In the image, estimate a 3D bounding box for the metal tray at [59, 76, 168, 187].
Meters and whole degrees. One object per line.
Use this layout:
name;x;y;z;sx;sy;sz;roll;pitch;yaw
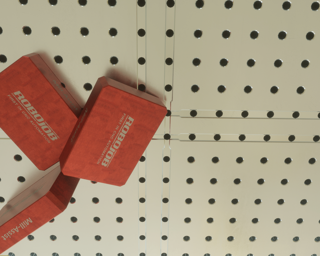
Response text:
metal tray;-0.061;0.009;0.396;0.091;0.030;0.129;19;110;-31

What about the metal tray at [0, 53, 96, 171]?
metal tray;-0.158;-0.018;0.402;0.090;0.030;0.130;-32;107;11

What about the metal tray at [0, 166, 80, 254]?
metal tray;-0.172;0.106;0.415;0.130;0.090;0.030;-35;107;11
